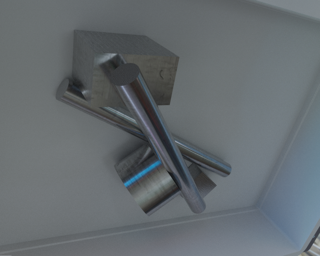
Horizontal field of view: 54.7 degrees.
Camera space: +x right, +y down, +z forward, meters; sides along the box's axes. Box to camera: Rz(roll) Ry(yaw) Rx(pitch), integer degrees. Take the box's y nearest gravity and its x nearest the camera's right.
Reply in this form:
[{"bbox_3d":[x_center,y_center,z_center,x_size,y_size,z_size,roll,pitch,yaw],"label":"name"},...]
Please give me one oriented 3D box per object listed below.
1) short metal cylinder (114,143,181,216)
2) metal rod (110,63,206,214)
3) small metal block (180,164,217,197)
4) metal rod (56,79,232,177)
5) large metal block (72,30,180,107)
[{"bbox_3d":[-0.016,0.067,0.404,0.050,0.080,0.080,-35,129,-6],"label":"short metal cylinder"},{"bbox_3d":[0.016,0.039,0.366,0.025,0.025,0.299,-35,142,-6],"label":"metal rod"},{"bbox_3d":[0.055,0.091,0.496,0.050,0.025,0.050,-44,130,2],"label":"small metal block"},{"bbox_3d":[0.002,0.014,0.419,0.301,0.025,0.025,28,103,-38],"label":"metal rod"},{"bbox_3d":[-0.039,-0.062,0.314,0.081,0.080,0.050,-4,120,-27],"label":"large metal block"}]
